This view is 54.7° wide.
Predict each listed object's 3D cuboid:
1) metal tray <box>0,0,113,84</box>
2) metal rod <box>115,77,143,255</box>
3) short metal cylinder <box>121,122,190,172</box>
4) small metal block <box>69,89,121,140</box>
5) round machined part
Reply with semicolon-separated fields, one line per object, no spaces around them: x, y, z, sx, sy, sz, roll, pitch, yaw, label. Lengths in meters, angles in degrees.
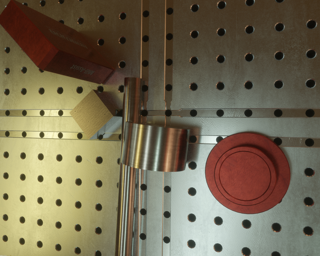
-0.127;-0.105;0.400;0.090;0.130;0.030;47;104;14;metal tray
-0.045;0.081;0.427;0.025;0.025;0.298;4;91;19;metal rod
-0.005;0.021;0.385;0.080;0.080;0.050;8;93;19;short metal cylinder
-0.092;-0.019;0.444;0.050;0.025;0.050;-42;77;15;small metal block
0.102;0.054;0.367;0.098;0.042;0.097;0;90;19;round machined part
